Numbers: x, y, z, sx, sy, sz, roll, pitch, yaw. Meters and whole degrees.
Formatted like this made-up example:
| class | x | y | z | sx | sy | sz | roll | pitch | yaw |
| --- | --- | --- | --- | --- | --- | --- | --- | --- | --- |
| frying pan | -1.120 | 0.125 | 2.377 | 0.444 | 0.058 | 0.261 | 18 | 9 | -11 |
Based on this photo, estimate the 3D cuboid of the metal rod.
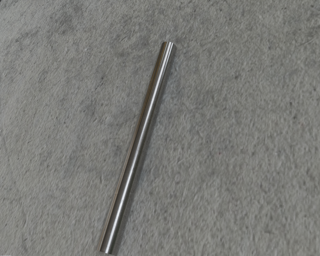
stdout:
| class | x | y | z | sx | sy | sz | roll | pitch | yaw |
| --- | --- | --- | --- | --- | --- | --- | --- | --- | --- |
| metal rod | -0.023 | 0.009 | 0.409 | 0.025 | 0.025 | 0.300 | 2 | 62 | 28 |
